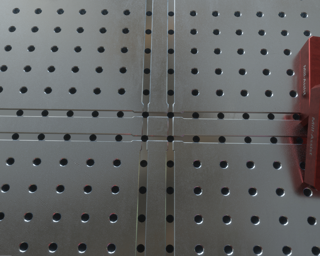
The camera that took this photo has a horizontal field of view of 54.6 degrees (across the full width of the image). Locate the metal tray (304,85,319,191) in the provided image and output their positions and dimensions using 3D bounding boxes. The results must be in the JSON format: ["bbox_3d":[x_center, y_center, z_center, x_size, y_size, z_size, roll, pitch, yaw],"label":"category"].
[{"bbox_3d":[0.233,0.013,0.381,0.090,0.030,0.129,4,90,3],"label":"metal tray"}]

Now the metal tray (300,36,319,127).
[{"bbox_3d":[0.248,-0.061,0.433,0.090,0.030,0.130,8,70,3],"label":"metal tray"}]
